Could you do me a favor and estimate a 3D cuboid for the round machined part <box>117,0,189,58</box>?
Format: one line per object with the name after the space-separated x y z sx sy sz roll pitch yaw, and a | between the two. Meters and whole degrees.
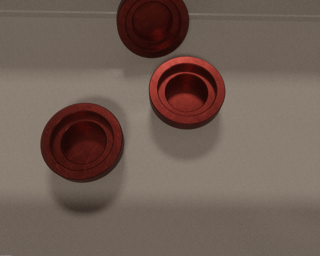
-0.012 -0.152 0.436 0.099 0.097 0.042 -10 37 -4 | round machined part

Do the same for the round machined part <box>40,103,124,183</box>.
-0.094 0.021 0.392 0.099 0.042 0.098 0 70 -1 | round machined part

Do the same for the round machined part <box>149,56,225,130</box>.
0.035 -0.043 0.417 0.099 0.042 0.098 0 70 -1 | round machined part
